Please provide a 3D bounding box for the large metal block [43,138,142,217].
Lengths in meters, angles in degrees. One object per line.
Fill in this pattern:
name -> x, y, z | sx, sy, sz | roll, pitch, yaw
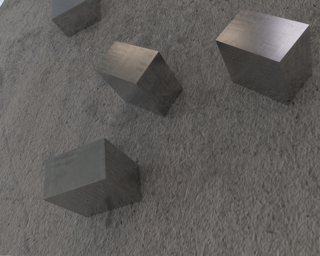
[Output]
large metal block -> -0.078, 0.063, 0.371 | 0.080, 0.080, 0.050 | -20, 54, 16

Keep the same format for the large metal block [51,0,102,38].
large metal block -> -0.168, -0.242, 0.625 | 0.080, 0.050, 0.080 | -22, 54, 15

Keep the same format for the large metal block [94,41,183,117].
large metal block -> -0.027, -0.067, 0.424 | 0.080, 0.080, 0.050 | 24, 75, 36

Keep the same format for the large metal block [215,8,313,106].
large metal block -> 0.121, -0.081, 0.355 | 0.080, 0.080, 0.050 | 34, 81, 38
